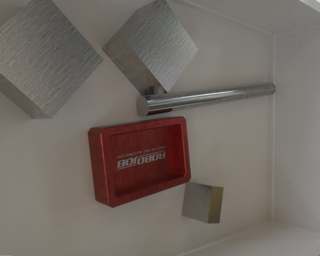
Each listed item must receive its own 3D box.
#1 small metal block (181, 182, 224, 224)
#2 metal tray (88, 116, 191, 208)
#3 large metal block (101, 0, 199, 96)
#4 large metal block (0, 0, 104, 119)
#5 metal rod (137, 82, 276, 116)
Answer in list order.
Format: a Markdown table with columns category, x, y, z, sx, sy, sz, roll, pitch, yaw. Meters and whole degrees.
| category | x | y | z | sx | sy | sz | roll | pitch | yaw |
| --- | --- | --- | --- | --- | --- | --- | --- | --- | --- |
| small metal block | 0.061 | 0.106 | 0.444 | 0.025 | 0.050 | 0.050 | 14 | 81 | -40 |
| metal tray | -0.020 | 0.036 | 0.388 | 0.131 | 0.030 | 0.089 | -10 | 96 | -40 |
| large metal block | -0.010 | -0.098 | 0.384 | 0.080 | 0.050 | 0.080 | 49 | 61 | -29 |
| large metal block | -0.116 | -0.065 | 0.294 | 0.080 | 0.050 | 0.080 | 49 | 61 | -29 |
| metal rod | 0.092 | -0.050 | 0.486 | 0.302 | 0.025 | 0.025 | -12 | 98 | -40 |
